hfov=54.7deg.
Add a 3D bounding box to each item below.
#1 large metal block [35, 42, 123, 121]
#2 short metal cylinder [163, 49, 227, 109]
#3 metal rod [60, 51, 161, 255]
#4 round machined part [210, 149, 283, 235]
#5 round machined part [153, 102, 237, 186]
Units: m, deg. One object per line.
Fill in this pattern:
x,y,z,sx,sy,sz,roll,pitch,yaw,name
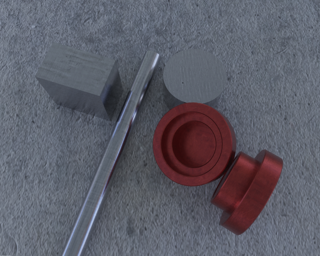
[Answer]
-0.098,-0.057,0.399,0.080,0.080,0.050,17,71,6,large metal block
0.044,-0.058,0.416,0.081,0.050,0.080,0,70,0,short metal cylinder
-0.058,0.030,0.396,0.025,0.025,0.299,18,71,6,metal rod
0.091,0.065,0.346,0.042,0.098,0.098,31,73,10,round machined part
0.044,0.020,0.377,0.098,0.042,0.097,-3,84,26,round machined part
